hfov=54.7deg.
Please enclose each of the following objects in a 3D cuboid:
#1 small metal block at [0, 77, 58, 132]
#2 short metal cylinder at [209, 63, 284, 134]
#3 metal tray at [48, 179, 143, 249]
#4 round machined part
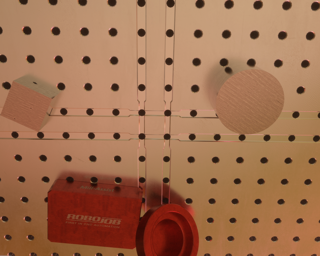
[{"bbox_3d":[-0.168,-0.030,0.400,0.050,0.025,0.050,26,108,-10],"label":"small metal block"},{"bbox_3d":[0.106,-0.038,0.388,0.081,0.050,0.079,0,110,-1],"label":"short metal cylinder"},{"bbox_3d":[-0.095,0.128,0.457,0.131,0.030,0.089,6,110,-3],"label":"metal tray"},{"bbox_3d":[0.006,0.160,0.444,0.098,0.098,0.042,48,142,-16],"label":"round machined part"}]
